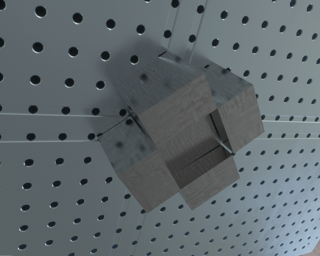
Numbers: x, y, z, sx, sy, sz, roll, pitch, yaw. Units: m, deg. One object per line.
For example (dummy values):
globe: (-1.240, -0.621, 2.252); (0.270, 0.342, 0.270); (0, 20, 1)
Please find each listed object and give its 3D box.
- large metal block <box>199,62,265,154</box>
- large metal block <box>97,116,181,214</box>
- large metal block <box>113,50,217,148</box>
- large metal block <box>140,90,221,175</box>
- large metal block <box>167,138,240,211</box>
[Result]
large metal block: (0.083, -0.027, 0.403); (0.050, 0.080, 0.080); (-34, 129, -6)
large metal block: (-0.027, 0.045, 0.388); (0.050, 0.080, 0.080); (-34, 129, -6)
large metal block: (0.004, -0.036, 0.355); (0.080, 0.080, 0.050); (-33, 129, -6)
large metal block: (0.023, 0.002, 0.407); (0.080, 0.050, 0.080); (-32, 127, -5)
large metal block: (0.051, 0.054, 0.437); (0.080, 0.080, 0.050); (-32, 129, -7)
